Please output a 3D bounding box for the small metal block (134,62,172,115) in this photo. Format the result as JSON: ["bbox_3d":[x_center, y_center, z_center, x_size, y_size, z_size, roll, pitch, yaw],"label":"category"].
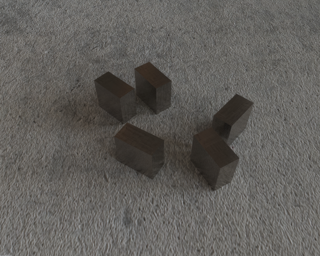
[{"bbox_3d":[-0.010,-0.056,0.433,0.025,0.050,0.050,-30,56,-23],"label":"small metal block"}]

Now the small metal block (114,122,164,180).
[{"bbox_3d":[-0.023,0.027,0.364,0.050,0.050,0.025,25,55,19],"label":"small metal block"}]

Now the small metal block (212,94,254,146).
[{"bbox_3d":[0.090,-0.007,0.393,0.025,0.050,0.050,34,58,25],"label":"small metal block"}]

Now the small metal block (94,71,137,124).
[{"bbox_3d":[-0.060,-0.041,0.421,0.050,0.050,0.025,35,59,26],"label":"small metal block"}]

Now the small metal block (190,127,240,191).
[{"bbox_3d":[0.061,0.036,0.357,0.025,0.050,0.050,-24,54,-19],"label":"small metal block"}]
